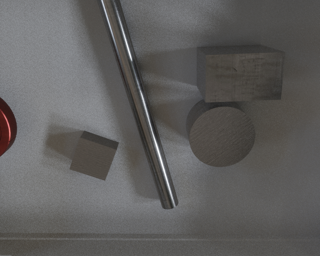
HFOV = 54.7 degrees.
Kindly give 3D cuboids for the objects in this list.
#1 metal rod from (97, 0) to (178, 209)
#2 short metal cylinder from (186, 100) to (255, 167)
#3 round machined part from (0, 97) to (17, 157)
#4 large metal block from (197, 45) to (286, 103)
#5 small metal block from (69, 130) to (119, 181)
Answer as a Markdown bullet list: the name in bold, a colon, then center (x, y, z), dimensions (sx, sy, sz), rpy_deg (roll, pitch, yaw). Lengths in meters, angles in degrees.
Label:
- **metal rod**: center (-0.024, -0.024, 0.402), dimensions (0.025, 0.025, 0.298), rpy_deg (-14, 110, 5)
- **short metal cylinder**: center (0.076, 0.003, 0.400), dimensions (0.081, 0.050, 0.079), rpy_deg (0, 110, -1)
- **round machined part**: center (-0.233, -0.006, 0.397), dimensions (0.099, 0.042, 0.097), rpy_deg (0, 110, -1)
- **large metal block**: center (0.087, -0.066, 0.359), dimensions (0.081, 0.080, 0.050), rpy_deg (-2, 110, 0)
- **small metal block**: center (-0.090, 0.038, 0.424), dimensions (0.050, 0.025, 0.050), rpy_deg (20, 109, -8)
